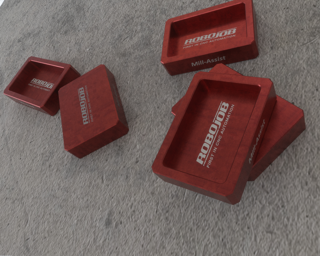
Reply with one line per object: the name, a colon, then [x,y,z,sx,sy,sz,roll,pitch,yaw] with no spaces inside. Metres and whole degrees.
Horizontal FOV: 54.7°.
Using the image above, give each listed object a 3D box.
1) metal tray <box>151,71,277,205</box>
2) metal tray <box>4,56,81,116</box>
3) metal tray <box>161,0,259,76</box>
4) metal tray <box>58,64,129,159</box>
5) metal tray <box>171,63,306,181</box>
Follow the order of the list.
metal tray: [0.058,0.004,0.328,0.090,0.030,0.130,13,68,33]
metal tray: [-0.216,-0.079,0.562,0.130,0.030,0.090,18,71,35]
metal tray: [0.070,-0.130,0.443,0.130,0.030,0.090,-8,58,24]
metal tray: [-0.105,-0.028,0.473,0.090,0.030,0.130,-28,52,10]
metal tray: [0.086,-0.012,0.363,0.090,0.030,0.130,-44,51,-3]
